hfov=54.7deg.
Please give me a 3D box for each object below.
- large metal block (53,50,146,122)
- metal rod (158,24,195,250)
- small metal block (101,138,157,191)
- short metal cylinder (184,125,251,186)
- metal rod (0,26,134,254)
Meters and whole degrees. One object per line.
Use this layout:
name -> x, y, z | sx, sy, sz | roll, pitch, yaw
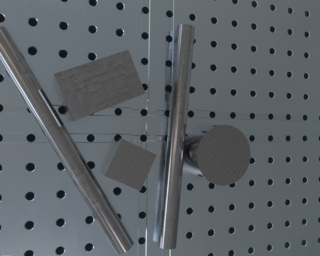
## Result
large metal block -> -0.073, -0.045, 0.356 | 0.081, 0.080, 0.050 | -24, 98, -19
metal rod -> 0.023, 0.010, 0.421 | 0.025, 0.025, 0.298 | 6, 88, -20
small metal block -> -0.040, 0.046, 0.398 | 0.050, 0.025, 0.050 | 27, 81, -18
short metal cylinder -> 0.076, 0.035, 0.428 | 0.081, 0.050, 0.079 | 0, 90, -20
metal rod -> -0.114, 0.023, 0.370 | 0.025, 0.025, 0.299 | -31, 100, -17
